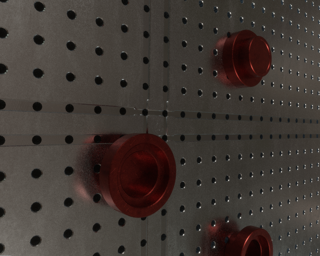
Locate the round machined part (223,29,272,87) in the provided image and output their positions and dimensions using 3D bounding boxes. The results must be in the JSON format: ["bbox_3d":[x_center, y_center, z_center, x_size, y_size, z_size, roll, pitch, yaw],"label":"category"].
[{"bbox_3d":[0.155,-0.120,0.531,0.099,0.042,0.097,0,90,-40],"label":"round machined part"}]

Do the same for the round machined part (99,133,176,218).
[{"bbox_3d":[-0.030,0.055,0.375,0.099,0.042,0.097,0,90,-40],"label":"round machined part"}]

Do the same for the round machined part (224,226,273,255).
[{"bbox_3d":[0.147,0.215,0.525,0.099,0.042,0.097,0,90,-40],"label":"round machined part"}]
